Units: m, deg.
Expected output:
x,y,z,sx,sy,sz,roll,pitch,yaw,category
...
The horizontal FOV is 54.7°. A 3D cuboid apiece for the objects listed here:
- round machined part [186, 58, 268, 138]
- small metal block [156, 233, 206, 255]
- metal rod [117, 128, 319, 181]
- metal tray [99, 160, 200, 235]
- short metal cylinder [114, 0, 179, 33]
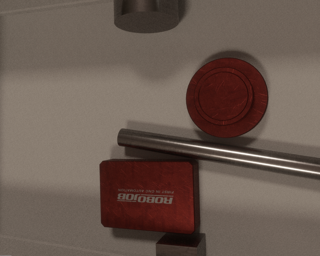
x,y,z,sx,sy,sz,roll,pitch,yaw,category
0.079,-0.036,0.373,0.098,0.042,0.097,0,90,19,round machined part
0.027,0.150,0.387,0.050,0.050,0.025,-2,90,19,small metal block
0.088,0.033,0.379,0.301,0.025,0.025,8,93,19,metal rod
-0.015,0.087,0.412,0.130,0.030,0.089,-2,89,19,metal tray
-0.017,-0.155,0.387,0.080,0.080,0.050,-2,90,19,short metal cylinder
